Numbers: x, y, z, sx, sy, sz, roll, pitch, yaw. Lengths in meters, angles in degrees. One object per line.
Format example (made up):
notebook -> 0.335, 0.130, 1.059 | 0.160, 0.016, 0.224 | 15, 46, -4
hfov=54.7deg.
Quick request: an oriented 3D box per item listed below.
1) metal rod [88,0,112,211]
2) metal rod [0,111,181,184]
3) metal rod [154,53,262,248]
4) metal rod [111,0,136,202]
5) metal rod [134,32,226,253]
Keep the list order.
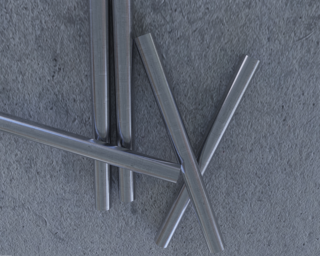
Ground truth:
metal rod -> -0.076, -0.026, 0.398 | 0.025, 0.025, 0.298 | 2, 110, -1
metal rod -> -0.122, 0.016, 0.392 | 0.302, 0.025, 0.025 | 16, 109, 2
metal rod -> 0.058, 0.044, 0.426 | 0.025, 0.025, 0.298 | 20, 109, -8
metal rod -> -0.045, -0.040, 0.394 | 0.025, 0.025, 0.298 | 1, 110, -1
metal rod -> 0.030, 0.028, 0.399 | 0.025, 0.025, 0.298 | -18, 102, 6
